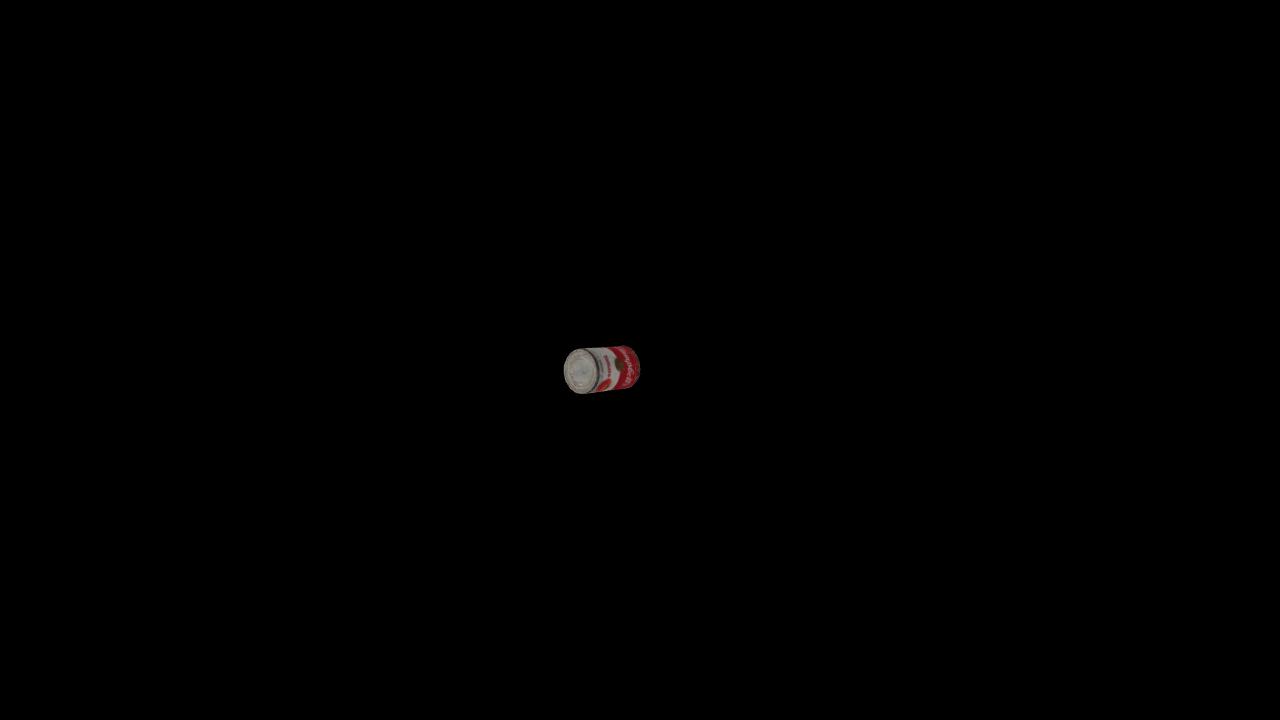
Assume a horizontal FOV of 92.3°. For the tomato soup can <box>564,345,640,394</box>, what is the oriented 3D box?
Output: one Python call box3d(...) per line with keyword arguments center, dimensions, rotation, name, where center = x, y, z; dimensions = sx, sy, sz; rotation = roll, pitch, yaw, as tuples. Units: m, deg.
box3d(center=(-0.056, 0.013, 0.916), dimensions=(0.068, 0.068, 0.101), rotation=(0, 3, 37), name="tomato soup can")
